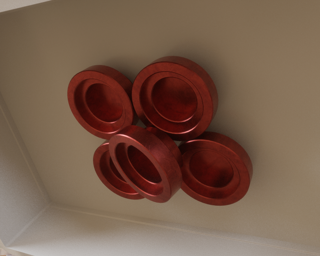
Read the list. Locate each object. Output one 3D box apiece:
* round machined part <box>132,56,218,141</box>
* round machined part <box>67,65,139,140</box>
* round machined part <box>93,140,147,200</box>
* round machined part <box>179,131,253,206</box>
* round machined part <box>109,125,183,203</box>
[{"bbox_3d":[0.020,-0.037,0.361,0.098,0.042,0.097,13,124,20],"label":"round machined part"},{"bbox_3d":[-0.068,-0.036,0.407,0.098,0.042,0.097,13,124,20],"label":"round machined part"},{"bbox_3d":[-0.044,0.053,0.450,0.098,0.042,0.097,13,124,20],"label":"round machined part"},{"bbox_3d":[0.066,0.046,0.388,0.098,0.042,0.097,13,124,20],"label":"round machined part"},{"bbox_3d":[-0.012,0.037,0.368,0.098,0.042,0.097,30,141,28],"label":"round machined part"}]
